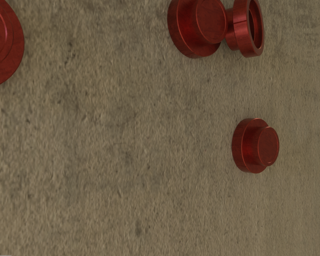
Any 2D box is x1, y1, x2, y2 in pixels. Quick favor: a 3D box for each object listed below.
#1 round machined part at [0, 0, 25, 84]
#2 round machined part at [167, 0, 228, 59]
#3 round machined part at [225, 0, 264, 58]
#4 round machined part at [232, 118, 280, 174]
[{"bbox_3d":[-0.164,-0.079,0.257,0.099,0.042,0.097,0,90,-40],"label":"round machined part"},{"bbox_3d":[0.061,-0.152,0.447,0.099,0.042,0.097,0,90,-40],"label":"round machined part"},{"bbox_3d":[0.133,-0.161,0.496,0.099,0.042,0.097,7,81,-57],"label":"round machined part"},{"bbox_3d":[0.173,0.031,0.542,0.099,0.042,0.097,0,90,-40],"label":"round machined part"}]
